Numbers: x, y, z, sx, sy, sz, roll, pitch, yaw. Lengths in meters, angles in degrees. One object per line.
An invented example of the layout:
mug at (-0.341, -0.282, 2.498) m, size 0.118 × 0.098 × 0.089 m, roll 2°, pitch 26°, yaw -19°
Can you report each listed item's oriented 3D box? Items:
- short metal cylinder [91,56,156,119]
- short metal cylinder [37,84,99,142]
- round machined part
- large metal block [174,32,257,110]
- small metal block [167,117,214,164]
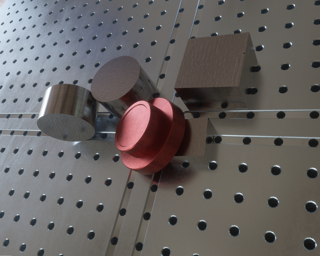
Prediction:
short metal cylinder at (-0.054, -0.059, 0.456) m, size 0.080 × 0.050 × 0.080 m, roll -13°, pitch 56°, yaw 21°
short metal cylinder at (-0.133, -0.020, 0.455) m, size 0.080 × 0.080 × 0.050 m, roll -11°, pitch 57°, yaw 22°
round machined part at (-0.019, 0.005, 0.383) m, size 0.098 × 0.042 × 0.098 m, roll -31°, pitch 43°, yaw 35°
large metal block at (0.073, -0.071, 0.397) m, size 0.080 × 0.050 × 0.080 m, roll 2°, pitch 63°, yaw 29°
small metal block at (0.036, 0.016, 0.379) m, size 0.050 × 0.025 × 0.050 m, roll -4°, pitch 60°, yaw 26°
